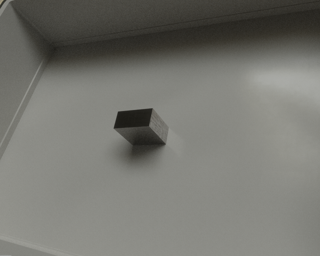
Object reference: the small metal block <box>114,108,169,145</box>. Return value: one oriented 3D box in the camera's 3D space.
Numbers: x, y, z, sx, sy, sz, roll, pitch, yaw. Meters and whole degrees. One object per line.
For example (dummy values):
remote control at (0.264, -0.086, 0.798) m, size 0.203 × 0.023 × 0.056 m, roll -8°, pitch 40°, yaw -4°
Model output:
small metal block at (-0.023, 0.000, 0.400) m, size 0.050 × 0.050 × 0.025 m, roll -4°, pitch 60°, yaw 26°
